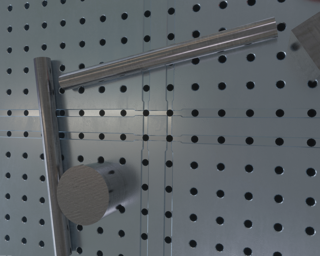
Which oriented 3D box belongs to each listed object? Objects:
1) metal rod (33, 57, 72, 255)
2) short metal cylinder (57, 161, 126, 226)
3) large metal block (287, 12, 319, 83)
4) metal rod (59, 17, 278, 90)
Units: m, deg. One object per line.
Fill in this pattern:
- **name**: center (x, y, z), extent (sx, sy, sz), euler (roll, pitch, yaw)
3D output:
- **metal rod**: center (-0.163, 0.042, 0.469), extent (0.025, 0.025, 0.298), euler (-8, 87, 20)
- **short metal cylinder**: center (-0.094, 0.089, 0.433), extent (0.080, 0.050, 0.079), euler (0, 90, 20)
- **large metal block**: center (0.184, -0.093, 0.319), extent (0.080, 0.080, 0.050), euler (-33, 80, 17)
- **metal rod**: center (-0.003, -0.093, 0.413), extent (0.301, 0.025, 0.025), euler (-10, 87, 19)
